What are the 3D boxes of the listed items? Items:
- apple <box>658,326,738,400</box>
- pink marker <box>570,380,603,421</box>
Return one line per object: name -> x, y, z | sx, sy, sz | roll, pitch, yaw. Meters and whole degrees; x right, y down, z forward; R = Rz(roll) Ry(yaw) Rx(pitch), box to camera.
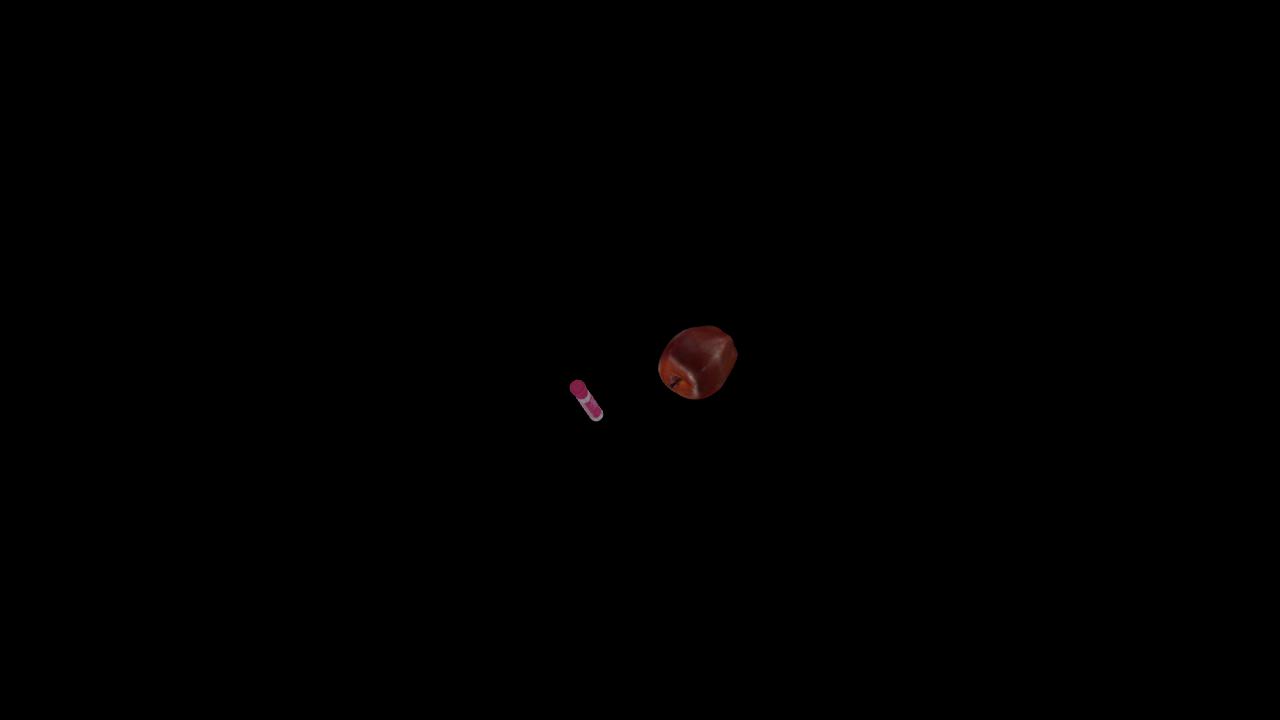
apple -> 0.064, 0.002, 0.690 | 0.093, 0.079, 0.079 | -40, 22, -29
pink marker -> -0.065, 0.051, 0.757 | 0.020, 0.020, 0.121 | 0, -21, 8
